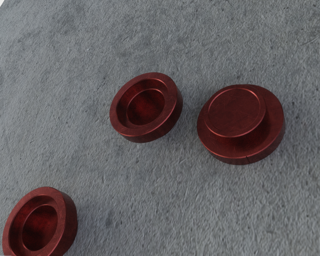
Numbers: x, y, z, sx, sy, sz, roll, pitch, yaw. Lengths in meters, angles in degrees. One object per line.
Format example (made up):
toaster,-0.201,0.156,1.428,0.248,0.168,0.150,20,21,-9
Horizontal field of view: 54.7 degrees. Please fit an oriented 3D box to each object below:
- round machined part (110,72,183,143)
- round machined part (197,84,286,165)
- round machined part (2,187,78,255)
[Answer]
round machined part,-0.015,-0.023,0.415,0.098,0.042,0.098,-13,56,21
round machined part,0.088,-0.011,0.353,0.098,0.042,0.098,-13,56,21
round machined part,-0.145,0.127,0.391,0.098,0.042,0.098,-13,56,21
